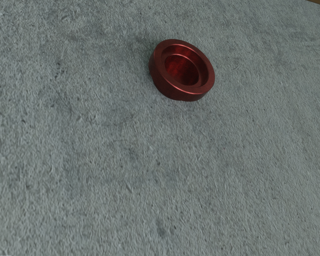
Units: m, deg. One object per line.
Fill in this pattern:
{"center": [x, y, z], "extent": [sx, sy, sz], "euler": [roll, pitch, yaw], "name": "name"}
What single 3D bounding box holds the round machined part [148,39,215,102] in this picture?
{"center": [0.028, -0.079, 0.456], "extent": [0.099, 0.042, 0.098], "euler": [13, 56, -21], "name": "round machined part"}
